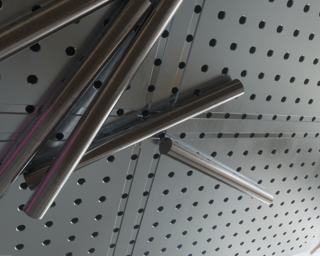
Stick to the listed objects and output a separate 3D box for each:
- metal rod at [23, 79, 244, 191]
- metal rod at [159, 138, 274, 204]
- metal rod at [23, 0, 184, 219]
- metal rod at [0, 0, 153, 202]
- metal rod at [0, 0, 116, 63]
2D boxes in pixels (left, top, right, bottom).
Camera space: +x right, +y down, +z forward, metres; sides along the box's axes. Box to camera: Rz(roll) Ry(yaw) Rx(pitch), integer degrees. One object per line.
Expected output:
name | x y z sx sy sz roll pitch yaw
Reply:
metal rod | -0.022 0.003 0.401 0.302 0.025 0.025 -24 128 -14
metal rod | 0.111 0.083 0.525 0.301 0.025 0.025 29 102 -38
metal rod | -0.062 -0.028 0.341 0.025 0.025 0.299 30 96 -38
metal rod | -0.112 -0.020 0.337 0.025 0.025 0.299 34 99 -39
metal rod | -0.073 -0.121 0.296 0.301 0.025 0.025 -32 129 -8
